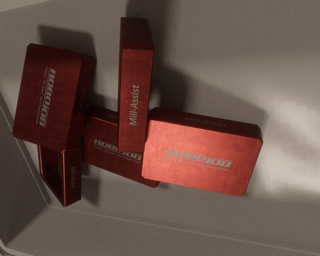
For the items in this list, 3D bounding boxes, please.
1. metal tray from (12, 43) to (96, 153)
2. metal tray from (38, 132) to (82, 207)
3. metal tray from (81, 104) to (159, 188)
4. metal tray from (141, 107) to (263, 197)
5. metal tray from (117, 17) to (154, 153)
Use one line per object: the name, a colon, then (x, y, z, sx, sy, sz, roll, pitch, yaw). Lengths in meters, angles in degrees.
metal tray: (-0.144, -0.041, 0.417, 0.090, 0.030, 0.129, 15, 96, 19)
metal tray: (-0.163, 0.053, 0.499, 0.090, 0.030, 0.129, 38, 133, 33)
metal tray: (-0.055, 0.026, 0.448, 0.130, 0.030, 0.089, 17, 125, 17)
metal tray: (0.047, 0.030, 0.376, 0.131, 0.030, 0.089, 10, 123, 4)
metal tray: (-0.031, -0.048, 0.350, 0.030, 0.090, 0.129, 1, 125, -9)
